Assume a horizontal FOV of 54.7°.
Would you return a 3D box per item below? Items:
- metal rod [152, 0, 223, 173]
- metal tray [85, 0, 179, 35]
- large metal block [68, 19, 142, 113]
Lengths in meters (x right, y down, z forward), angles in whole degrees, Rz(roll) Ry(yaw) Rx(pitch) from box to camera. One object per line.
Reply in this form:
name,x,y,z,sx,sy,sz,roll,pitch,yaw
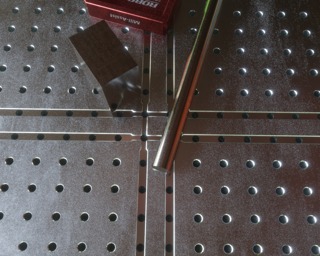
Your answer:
metal rod,0.046,-0.082,0.441,0.025,0.025,0.299,17,71,6
metal tray,-0.039,-0.205,0.483,0.131,0.030,0.090,17,71,6
large metal block,-0.069,-0.079,0.411,0.050,0.080,0.080,-32,73,-11
